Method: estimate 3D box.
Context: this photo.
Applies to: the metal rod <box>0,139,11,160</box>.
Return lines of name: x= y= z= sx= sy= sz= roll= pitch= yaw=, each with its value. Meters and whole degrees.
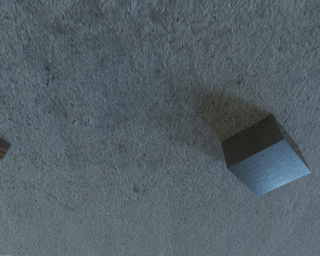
metal rod: x=-0.331 y=-0.038 z=0.369 sx=0.301 sy=0.025 sz=0.025 roll=31 pitch=123 yaw=-25

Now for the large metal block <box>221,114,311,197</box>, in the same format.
large metal block: x=0.145 y=0.040 z=0.427 sx=0.080 sy=0.050 sz=0.080 roll=-33 pitch=123 yaw=24
